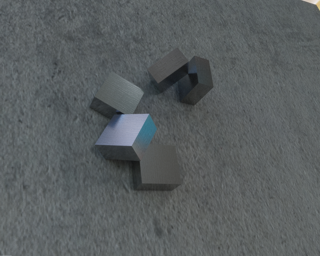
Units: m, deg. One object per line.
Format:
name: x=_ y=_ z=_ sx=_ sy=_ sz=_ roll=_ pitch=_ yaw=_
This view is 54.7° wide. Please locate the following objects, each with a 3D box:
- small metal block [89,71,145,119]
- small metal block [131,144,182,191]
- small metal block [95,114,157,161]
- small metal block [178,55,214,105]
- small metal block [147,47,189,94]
small metal block: x=-0.054 y=-0.037 z=0.399 sx=0.050 sy=0.025 sz=0.050 roll=31 pitch=52 yaw=-9
small metal block: x=-0.006 y=0.047 z=0.373 sx=0.050 sy=0.025 sz=0.050 roll=6 pitch=59 yaw=-26
small metal block: x=-0.039 y=0.010 z=0.360 sx=0.050 sy=0.050 sz=0.025 roll=-64 pitch=142 yaw=-38
small metal block: x=0.051 y=-0.070 z=0.459 sx=0.025 sy=0.050 sz=0.050 roll=12 pitch=57 yaw=-25
small metal block: x=0.012 y=-0.079 z=0.431 sx=0.050 sy=0.050 sz=0.025 roll=-36 pitch=81 yaw=-3
